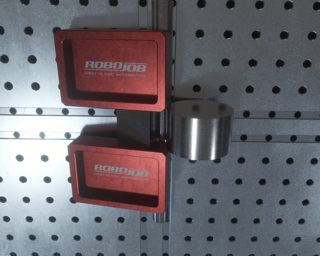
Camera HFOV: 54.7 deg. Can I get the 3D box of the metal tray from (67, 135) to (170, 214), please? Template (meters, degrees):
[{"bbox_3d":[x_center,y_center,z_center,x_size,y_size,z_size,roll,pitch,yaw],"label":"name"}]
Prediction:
[{"bbox_3d":[-0.053,0.061,0.414,0.131,0.030,0.089,5,111,11],"label":"metal tray"}]

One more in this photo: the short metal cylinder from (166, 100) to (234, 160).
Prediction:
[{"bbox_3d":[0.048,0.000,0.381,0.081,0.080,0.050,0,110,0],"label":"short metal cylinder"}]

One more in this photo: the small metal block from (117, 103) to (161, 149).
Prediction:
[{"bbox_3d":[-0.027,-0.006,0.396,0.050,0.025,0.050,13,113,29],"label":"small metal block"}]

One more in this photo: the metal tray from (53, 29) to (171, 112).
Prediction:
[{"bbox_3d":[-0.054,-0.069,0.366,0.131,0.030,0.089,4,111,11],"label":"metal tray"}]

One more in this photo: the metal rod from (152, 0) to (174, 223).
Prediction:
[{"bbox_3d":[0.002,-0.007,0.406,0.025,0.025,0.298,0,110,0],"label":"metal rod"}]
